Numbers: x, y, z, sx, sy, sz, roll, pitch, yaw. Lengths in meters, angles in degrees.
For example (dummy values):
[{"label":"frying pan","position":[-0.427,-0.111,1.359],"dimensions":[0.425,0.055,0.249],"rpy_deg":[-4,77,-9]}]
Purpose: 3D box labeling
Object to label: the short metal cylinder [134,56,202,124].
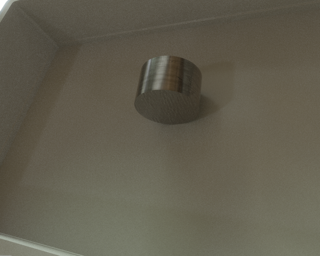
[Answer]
[{"label":"short metal cylinder","position":[0.011,-0.046,0.393],"dimensions":[0.080,0.080,0.050],"rpy_deg":[-6,59,25]}]
